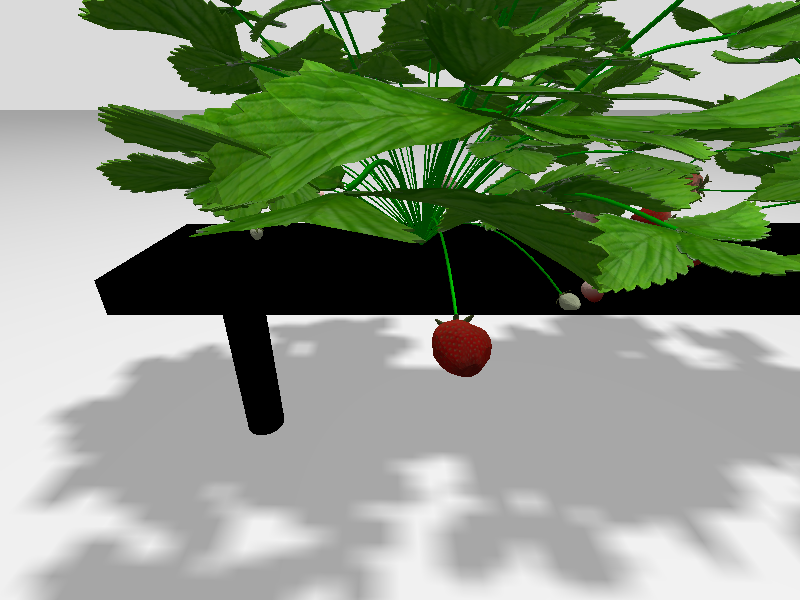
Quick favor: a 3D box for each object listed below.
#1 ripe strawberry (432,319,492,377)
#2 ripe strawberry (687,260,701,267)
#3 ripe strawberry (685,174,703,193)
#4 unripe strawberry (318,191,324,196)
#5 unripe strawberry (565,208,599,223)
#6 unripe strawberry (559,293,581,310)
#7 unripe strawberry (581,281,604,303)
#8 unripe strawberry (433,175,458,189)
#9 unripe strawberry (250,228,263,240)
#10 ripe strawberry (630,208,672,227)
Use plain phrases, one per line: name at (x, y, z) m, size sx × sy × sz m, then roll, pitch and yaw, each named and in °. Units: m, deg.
ripe strawberry at (0.030, 0.024, 0.192) m, size 0.029 × 0.025 × 0.029 m, roll -1°, pitch 35°, yaw -3°
ripe strawberry at (0.235, -0.040, 0.318) m, size 0.028 × 0.027 × 0.026 m, roll 6°, pitch 28°, yaw 11°
ripe strawberry at (0.352, -0.142, 0.500) m, size 0.044 × 0.039 × 0.040 m, roll -19°, pitch 32°, yaw -32°
unripe strawberry at (-0.106, -0.132, 0.509) m, size 0.018 × 0.019 × 0.019 m, roll -19°, pitch 33°, yaw -33°
unripe strawberry at (0.187, -0.088, 0.402) m, size 0.039 × 0.038 × 0.036 m, roll -7°, pitch 28°, yaw -14°
unripe strawberry at (0.107, 0.001, 0.253) m, size 0.013 × 0.011 × 0.013 m, roll -18°, pitch 43°, yaw -31°
unripe strawberry at (0.129, -0.007, 0.266) m, size 0.017 × 0.017 × 0.015 m, roll -24°, pitch 18°, yaw -39°
unripe strawberry at (0.059, -0.143, 0.512) m, size 0.032 × 0.034 × 0.035 m, roll 6°, pitch 27°, yaw 11°
unripe strawberry at (-0.132, -0.061, 0.369) m, size 0.012 × 0.011 × 0.010 m, roll 1°, pitch 27°, yaw 2°
ripe strawberry at (0.236, -0.074, 0.381) m, size 0.033 × 0.033 × 0.031 m, roll 2°, pitch 27°, yaw 5°
